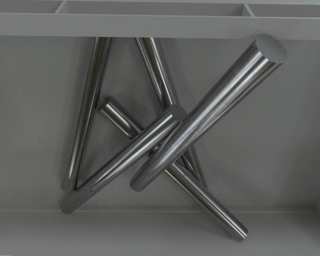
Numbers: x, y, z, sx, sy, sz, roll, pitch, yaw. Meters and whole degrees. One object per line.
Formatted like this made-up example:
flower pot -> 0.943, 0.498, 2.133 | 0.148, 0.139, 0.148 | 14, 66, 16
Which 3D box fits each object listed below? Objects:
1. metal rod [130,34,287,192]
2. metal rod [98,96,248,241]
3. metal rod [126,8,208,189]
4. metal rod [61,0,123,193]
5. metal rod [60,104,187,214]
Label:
metal rod -> 0.021, 0.014, 0.330 | 0.025, 0.025, 0.298 | 17, 148, -14
metal rod -> 0.031, 0.069, 0.438 | 0.025, 0.025, 0.300 | -34, 114, 25
metal rod -> 0.021, -0.006, 0.403 | 0.025, 0.025, 0.299 | -13, 129, 11
metal rod -> -0.095, -0.017, 0.393 | 0.025, 0.025, 0.298 | 14, 129, -12
metal rod -> -0.068, 0.058, 0.426 | 0.025, 0.025, 0.299 | 30, 134, -23
